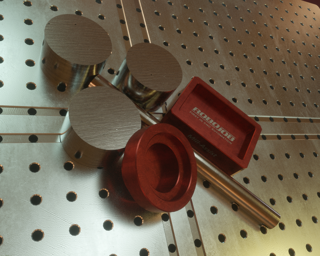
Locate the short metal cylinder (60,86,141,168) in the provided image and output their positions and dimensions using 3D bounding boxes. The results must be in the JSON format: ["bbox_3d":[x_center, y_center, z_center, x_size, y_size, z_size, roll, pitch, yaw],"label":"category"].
[{"bbox_3d":[-0.068,-0.001,0.355,0.081,0.050,0.080,14,56,-21],"label":"short metal cylinder"}]

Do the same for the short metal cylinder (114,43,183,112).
[{"bbox_3d":[-0.017,-0.069,0.424,0.081,0.050,0.080,14,56,-21],"label":"short metal cylinder"}]

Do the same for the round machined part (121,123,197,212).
[{"bbox_3d":[-0.004,0.046,0.353,0.099,0.042,0.098,17,66,-43],"label":"round machined part"}]

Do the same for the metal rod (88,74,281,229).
[{"bbox_3d":[0.033,0.033,0.406,0.300,0.025,0.025,38,51,-3],"label":"metal rod"}]

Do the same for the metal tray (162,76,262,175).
[{"bbox_3d":[0.078,-0.005,0.449,0.130,0.030,0.090,38,52,-3],"label":"metal tray"}]

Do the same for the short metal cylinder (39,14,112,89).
[{"bbox_3d":[-0.107,-0.096,0.393,0.081,0.050,0.080,14,56,-21],"label":"short metal cylinder"}]
